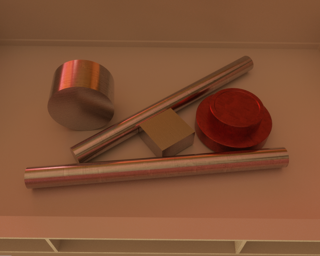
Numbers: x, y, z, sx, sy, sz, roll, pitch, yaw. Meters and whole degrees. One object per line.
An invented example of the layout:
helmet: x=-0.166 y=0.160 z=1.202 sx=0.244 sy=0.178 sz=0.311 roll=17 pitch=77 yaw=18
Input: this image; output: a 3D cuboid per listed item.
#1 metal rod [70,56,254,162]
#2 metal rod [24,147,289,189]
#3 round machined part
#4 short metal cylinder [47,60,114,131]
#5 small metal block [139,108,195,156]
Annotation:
metal rod: x=0.018 y=-0.034 z=0.432 sx=0.302 sy=0.025 sz=0.025 roll=-30 pitch=56 yaw=-23
metal rod: x=0.000 y=0.046 z=0.364 sx=0.302 sy=0.025 sz=0.025 roll=-4 pitch=50 yaw=-4
round machined part: x=0.097 y=-0.015 z=0.404 sx=0.099 sy=0.042 sz=0.098 roll=0 pitch=50 yaw=0
short metal cylinder: x=-0.100 y=-0.041 z=0.401 sx=0.081 sy=0.080 sz=0.050 roll=-4 pitch=50 yaw=-4
small metal block: x=0.008 y=0.008 z=0.396 sx=0.050 sy=0.025 sz=0.050 roll=-29 pitch=56 yaw=-22
